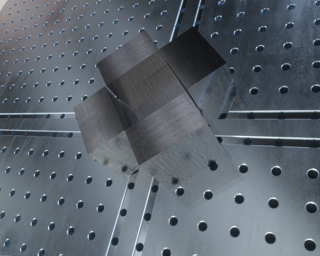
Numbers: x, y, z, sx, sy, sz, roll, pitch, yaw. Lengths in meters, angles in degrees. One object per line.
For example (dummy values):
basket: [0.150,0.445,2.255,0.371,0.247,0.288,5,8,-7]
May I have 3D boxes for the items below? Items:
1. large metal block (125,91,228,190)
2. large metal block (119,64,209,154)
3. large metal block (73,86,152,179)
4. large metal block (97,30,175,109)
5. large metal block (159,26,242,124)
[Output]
large metal block: [0.020,0.018,0.353,0.080,0.080,0.050,-32,52,7]
large metal block: [0.003,-0.022,0.403,0.080,0.050,0.080,-34,50,8]
large metal block: [-0.058,0.007,0.400,0.050,0.080,0.080,-34,52,6]
large metal block: [-0.027,-0.074,0.434,0.080,0.080,0.050,-34,51,6]
large metal block: [0.051,-0.064,0.386,0.050,0.080,0.080,-33,52,6]
